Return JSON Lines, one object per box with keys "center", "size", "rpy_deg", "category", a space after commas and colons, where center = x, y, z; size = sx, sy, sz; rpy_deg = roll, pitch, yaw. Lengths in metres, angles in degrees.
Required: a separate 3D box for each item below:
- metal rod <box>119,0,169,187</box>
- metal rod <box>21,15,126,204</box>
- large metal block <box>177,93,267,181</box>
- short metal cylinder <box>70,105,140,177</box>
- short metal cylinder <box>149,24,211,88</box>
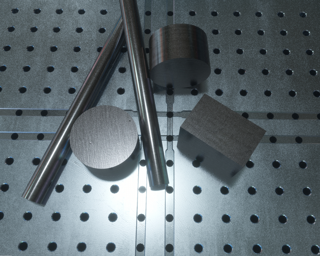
{"center": [-0.026, -0.071, 0.421], "size": [0.025, 0.025, 0.299], "rpy_deg": [-9, 76, -4], "category": "metal rod"}
{"center": [-0.102, -0.042, 0.426], "size": [0.025, 0.025, 0.300], "rpy_deg": [21, 71, 7], "category": "metal rod"}
{"center": [0.070, 0.014, 0.378], "size": [0.080, 0.080, 0.050], "rpy_deg": [33, 74, 11], "category": "large metal block"}
{"center": [-0.067, 0.018, 0.391], "size": [0.081, 0.050, 0.080], "rpy_deg": [0, 70, 0], "category": "short metal cylinder"}
{"center": [0.026, -0.094, 0.417], "size": [0.081, 0.080, 0.050], "rpy_deg": [-2, 70, -1], "category": "short metal cylinder"}
